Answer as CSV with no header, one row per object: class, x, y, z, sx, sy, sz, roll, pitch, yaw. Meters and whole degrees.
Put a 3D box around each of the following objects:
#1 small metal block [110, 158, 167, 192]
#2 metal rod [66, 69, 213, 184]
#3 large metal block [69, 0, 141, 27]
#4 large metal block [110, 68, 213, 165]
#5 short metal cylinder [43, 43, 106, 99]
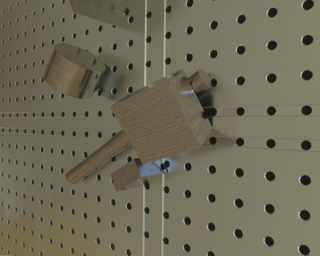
small metal block,-0.028,0.061,0.415,0.050,0.050,0.025,-35,69,34
metal rod,-0.048,0.013,0.446,0.299,0.025,0.025,-35,69,34
large metal block,-0.073,-0.197,0.432,0.080,0.081,0.050,-39,66,33
large metal block,0.003,-0.012,0.364,0.080,0.050,0.080,-21,104,32
short metal cylinder,-0.131,-0.088,0.479,0.080,0.081,0.050,46,117,30
